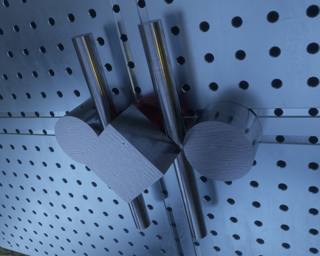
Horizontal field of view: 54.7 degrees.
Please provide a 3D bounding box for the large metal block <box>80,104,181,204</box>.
[{"bbox_3d":[-0.036,0.032,0.373,0.080,0.050,0.080,44,129,-2],"label":"large metal block"}]

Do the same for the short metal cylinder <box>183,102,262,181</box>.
[{"bbox_3d":[0.074,0.016,0.365,0.080,0.050,0.079,13,124,21],"label":"short metal cylinder"}]

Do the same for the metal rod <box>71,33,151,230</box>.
[{"bbox_3d":[-0.060,0.022,0.429,0.025,0.025,0.298,0,119,28],"label":"metal rod"}]

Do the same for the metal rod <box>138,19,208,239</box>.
[{"bbox_3d":[0.023,0.021,0.385,0.025,0.025,0.298,0,119,28],"label":"metal rod"}]

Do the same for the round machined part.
[{"bbox_3d":[-0.014,0.011,0.415,0.098,0.042,0.097,13,124,21],"label":"round machined part"}]

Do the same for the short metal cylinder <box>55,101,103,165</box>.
[{"bbox_3d":[-0.105,0.007,0.455,0.080,0.050,0.079,13,124,21],"label":"short metal cylinder"}]
